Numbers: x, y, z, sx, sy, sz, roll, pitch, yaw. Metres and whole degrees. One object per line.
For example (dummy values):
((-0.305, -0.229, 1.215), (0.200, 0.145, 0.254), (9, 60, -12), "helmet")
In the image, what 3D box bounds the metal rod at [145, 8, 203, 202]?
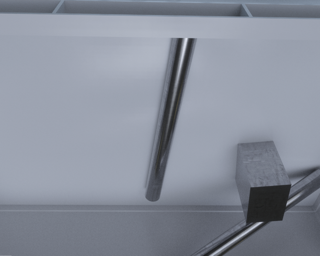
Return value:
((0.009, -0.003, 0.406), (0.025, 0.025, 0.298), (6, 130, -6), "metal rod")

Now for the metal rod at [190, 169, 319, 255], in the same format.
((0.123, 0.151, 0.456), (0.301, 0.025, 0.025), (-31, 128, -9), "metal rod")

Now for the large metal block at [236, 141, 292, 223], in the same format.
((0.142, 0.076, 0.440), (0.050, 0.080, 0.080), (-5, 130, 4), "large metal block")
